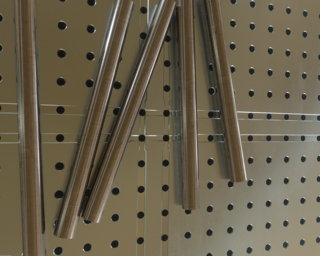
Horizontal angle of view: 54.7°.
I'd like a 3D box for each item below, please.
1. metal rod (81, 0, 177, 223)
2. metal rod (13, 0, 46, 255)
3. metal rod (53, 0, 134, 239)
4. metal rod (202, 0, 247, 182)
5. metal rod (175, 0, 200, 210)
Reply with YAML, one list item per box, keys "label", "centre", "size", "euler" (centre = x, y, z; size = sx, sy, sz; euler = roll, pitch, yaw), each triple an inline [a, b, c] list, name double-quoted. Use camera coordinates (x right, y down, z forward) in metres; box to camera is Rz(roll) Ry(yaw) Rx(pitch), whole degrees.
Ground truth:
- label: "metal rod"
  centre: [-0.037, -0.028, 0.399]
  size: [0.025, 0.025, 0.299]
  euler: [21, 83, -19]
- label: "metal rod"
  centre: [-0.150, 0.004, 0.357]
  size: [0.025, 0.025, 0.298]
  euler: [-2, 91, -20]
- label: "metal rod"
  centre: [-0.080, -0.016, 0.383]
  size: [0.025, 0.025, 0.298]
  euler: [15, 85, -20]
- label: "metal rod"
  centre: [0.091, -0.070, 0.447]
  size: [0.025, 0.025, 0.298]
  euler: [-11, 94, -20]
- label: "metal rod"
  centre: [0.038, -0.039, 0.427]
  size: [0.025, 0.025, 0.298]
  euler: [-2, 91, -20]
